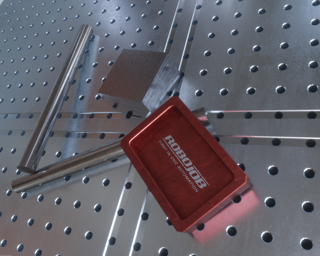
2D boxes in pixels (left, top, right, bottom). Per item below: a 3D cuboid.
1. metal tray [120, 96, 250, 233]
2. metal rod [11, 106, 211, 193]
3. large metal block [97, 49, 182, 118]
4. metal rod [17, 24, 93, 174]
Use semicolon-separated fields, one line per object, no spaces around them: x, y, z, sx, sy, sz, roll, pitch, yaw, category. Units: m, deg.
0.024;0.038;0.348;0.090;0.030;0.130;-40;62;5;metal tray
-0.077;0.035;0.425;0.301;0.025;0.025;-20;54;15;metal rod
-0.028;-0.064;0.445;0.080;0.050;0.080;14;69;33;large metal block
-0.165;-0.065;0.516;0.025;0.025;0.300;-6;54;25;metal rod
